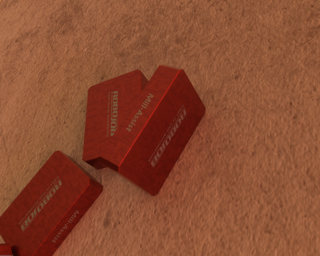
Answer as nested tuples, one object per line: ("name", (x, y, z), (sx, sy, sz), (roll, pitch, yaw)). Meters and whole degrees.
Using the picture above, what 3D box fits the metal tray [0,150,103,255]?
("metal tray", (-0.148, 0.104, 0.412), (0.090, 0.030, 0.130), (30, 78, 37))

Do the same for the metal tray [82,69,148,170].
("metal tray", (-0.059, -0.014, 0.439), (0.090, 0.030, 0.130), (-16, 55, 18))

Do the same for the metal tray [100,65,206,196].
("metal tray", (-0.002, 0.004, 0.359), (0.030, 0.090, 0.130), (22, 73, 36))

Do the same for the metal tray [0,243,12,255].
("metal tray", (-0.196, 0.212, 0.349), (0.090, 0.030, 0.130), (-49, 49, 22))
